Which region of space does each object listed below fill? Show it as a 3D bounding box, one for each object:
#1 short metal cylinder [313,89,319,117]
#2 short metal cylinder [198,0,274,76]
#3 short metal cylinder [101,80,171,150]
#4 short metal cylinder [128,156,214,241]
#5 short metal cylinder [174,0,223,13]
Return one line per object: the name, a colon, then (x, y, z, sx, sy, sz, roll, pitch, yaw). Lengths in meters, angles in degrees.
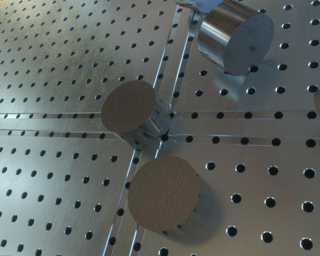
short metal cylinder: (0.189, -0.014, 0.283, 0.050, 0.080, 0.080, -32, 52, 7)
short metal cylinder: (0.095, -0.113, 0.391, 0.080, 0.080, 0.050, -42, 51, -1)
short metal cylinder: (-0.031, -0.017, 0.418, 0.080, 0.050, 0.080, -13, 56, 20)
short metal cylinder: (0.012, 0.077, 0.338, 0.080, 0.050, 0.080, -13, 56, 20)
short metal cylinder: (0.061, -0.224, 0.477, 0.050, 0.080, 0.080, 34, 81, 38)
